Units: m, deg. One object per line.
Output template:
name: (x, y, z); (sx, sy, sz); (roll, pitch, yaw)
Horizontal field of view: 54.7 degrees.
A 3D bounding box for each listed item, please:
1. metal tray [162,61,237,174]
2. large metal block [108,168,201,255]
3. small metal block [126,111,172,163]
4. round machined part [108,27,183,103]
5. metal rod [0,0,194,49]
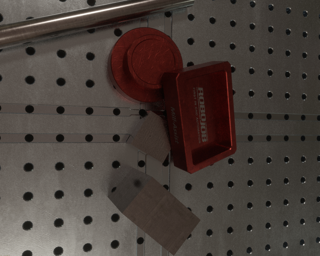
metal tray: (0.055, -0.016, 0.406); (0.091, 0.030, 0.129); (-19, 111, -31)
large metal block: (-0.010, 0.098, 0.381); (0.080, 0.080, 0.050); (44, 76, -15)
small metal block: (-0.009, 0.012, 0.411); (0.050, 0.025, 0.050); (33, 79, -18)
round machined part: (-0.014, -0.082, 0.399); (0.099, 0.042, 0.097); (0, 90, -21)
metal rod: (-0.093, -0.132, 0.378); (0.302, 0.025, 0.025); (-20, 97, -19)
